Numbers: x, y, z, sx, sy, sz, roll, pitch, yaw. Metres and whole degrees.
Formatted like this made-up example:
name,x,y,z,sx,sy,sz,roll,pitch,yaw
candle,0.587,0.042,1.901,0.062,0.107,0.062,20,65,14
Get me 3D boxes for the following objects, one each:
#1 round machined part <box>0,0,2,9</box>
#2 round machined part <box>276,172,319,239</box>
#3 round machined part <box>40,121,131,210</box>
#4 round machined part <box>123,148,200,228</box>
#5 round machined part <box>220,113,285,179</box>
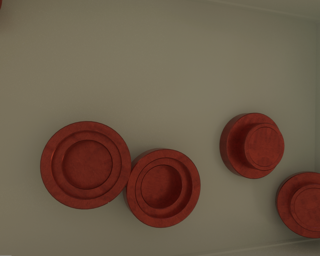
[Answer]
name,x,y,z,sx,sy,sz,roll,pitch,yaw
round machined part,-0.207,-0.151,0.302,0.099,0.097,0.042,3,60,-20
round machined part,0.226,0.115,0.460,0.098,0.042,0.097,-1,86,13
round machined part,-0.084,0.043,0.363,0.099,0.042,0.097,1,83,-9
round machined part,-0.001,0.074,0.401,0.099,0.042,0.097,0,90,-20
round machined part,0.141,0.026,0.453,0.099,0.042,0.097,0,90,-20
